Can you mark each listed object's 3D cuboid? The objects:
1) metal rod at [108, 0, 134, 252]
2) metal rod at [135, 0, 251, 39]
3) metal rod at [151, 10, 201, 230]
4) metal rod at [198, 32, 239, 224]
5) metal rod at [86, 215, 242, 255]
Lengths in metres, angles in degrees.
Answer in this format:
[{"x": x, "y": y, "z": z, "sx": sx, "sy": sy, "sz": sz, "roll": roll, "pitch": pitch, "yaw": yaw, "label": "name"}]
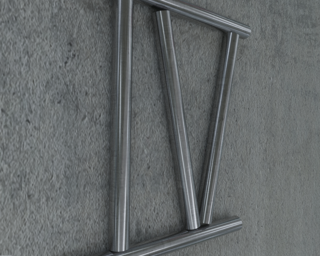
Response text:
[{"x": -0.046, "y": -0.008, "z": 0.368, "sx": 0.025, "sy": 0.025, "sz": 0.298, "roll": 2, "pitch": 89, "yaw": -40, "label": "metal rod"}, {"x": 0.030, "y": -0.167, "z": 0.433, "sx": 0.302, "sy": 0.025, "sz": 0.025, "roll": 1, "pitch": 89, "yaw": -40, "label": "metal rod"}, {"x": 0.024, "y": -0.005, "z": 0.427, "sx": 0.025, "sy": 0.025, "sz": 0.298, "roll": -15, "pitch": 100, "yaw": -39, "label": "metal rod"}, {"x": 0.091, "y": -0.005, "z": 0.484, "sx": 0.025, "sy": 0.025, "sz": 0.299, "roll": 17, "pitch": 79, "yaw": -39, "label": "metal rod"}, {"x": 0.011, "y": 0.156, "z": 0.417, "sx": 0.302, "sy": 0.025, "sz": 0.025, "roll": 1, "pitch": 89, "yaw": -40, "label": "metal rod"}]
